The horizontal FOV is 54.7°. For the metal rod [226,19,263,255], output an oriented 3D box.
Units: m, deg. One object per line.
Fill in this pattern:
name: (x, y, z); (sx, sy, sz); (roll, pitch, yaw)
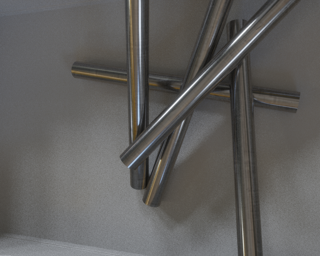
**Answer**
metal rod: (0.093, 0.026, 0.339); (0.025, 0.025, 0.298); (-4, 80, 19)

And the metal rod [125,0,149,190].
metal rod: (-0.025, -0.056, 0.354); (0.025, 0.025, 0.298); (11, 119, 19)

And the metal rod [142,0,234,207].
metal rod: (0.034, -0.037, 0.372); (0.025, 0.025, 0.298); (24, 107, 18)

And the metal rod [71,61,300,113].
metal rod: (0.018, -0.057, 0.403); (0.301, 0.025, 0.025); (11, 94, 19)

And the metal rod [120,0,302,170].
metal rod: (0.064, -0.065, 0.337); (0.299, 0.025, 0.025); (-46, 76, 12)
